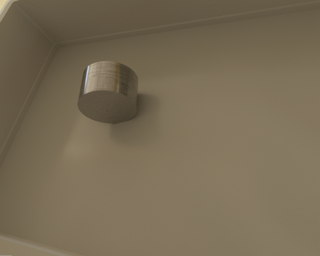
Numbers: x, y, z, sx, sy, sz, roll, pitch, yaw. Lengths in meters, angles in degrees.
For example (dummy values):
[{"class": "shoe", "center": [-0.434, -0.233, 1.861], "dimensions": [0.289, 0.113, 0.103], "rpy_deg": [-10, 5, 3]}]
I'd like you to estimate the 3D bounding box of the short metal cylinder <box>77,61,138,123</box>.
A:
[{"class": "short metal cylinder", "center": [-0.072, -0.049, 0.439], "dimensions": [0.080, 0.080, 0.050], "rpy_deg": [-13, 57, 21]}]
